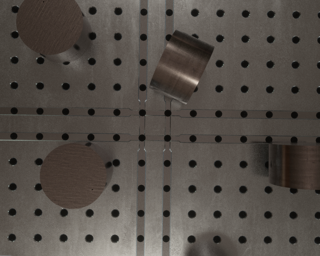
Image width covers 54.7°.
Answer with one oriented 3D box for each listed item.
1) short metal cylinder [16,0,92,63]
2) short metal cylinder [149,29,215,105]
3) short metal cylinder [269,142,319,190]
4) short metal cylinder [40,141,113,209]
[{"bbox_3d":[-0.133,-0.128,0.399,0.081,0.050,0.079,0,90,-1],"label":"short metal cylinder"},{"bbox_3d":[0.027,-0.075,0.386,0.050,0.080,0.080,26,90,-1],"label":"short metal cylinder"},{"bbox_3d":[0.179,0.045,0.388,0.081,0.080,0.050,0,90,-1],"label":"short metal cylinder"},{"bbox_3d":[-0.105,0.058,0.400,0.081,0.050,0.079,0,90,-1],"label":"short metal cylinder"}]
